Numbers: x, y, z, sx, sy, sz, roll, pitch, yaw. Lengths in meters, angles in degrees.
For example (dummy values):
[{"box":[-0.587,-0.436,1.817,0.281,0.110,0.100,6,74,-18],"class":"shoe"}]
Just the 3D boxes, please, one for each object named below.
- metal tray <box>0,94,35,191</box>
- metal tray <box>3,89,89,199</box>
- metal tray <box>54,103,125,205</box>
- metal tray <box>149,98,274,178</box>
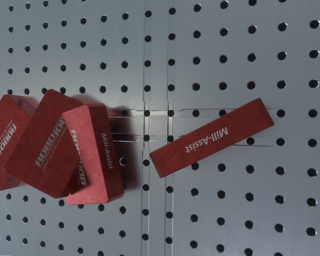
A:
[{"box":[-0.240,0.023,0.496,0.090,0.030,0.130,40,102,15],"class":"metal tray"},{"box":[-0.144,0.021,0.435,0.090,0.030,0.130,25,82,8],"class":"metal tray"},{"box":[-0.103,0.038,0.430,0.090,0.030,0.129,-13,88,37],"class":"metal tray"},{"box":[0.063,0.012,0.356,0.130,0.090,0.030,-28,81,18],"class":"metal tray"}]
